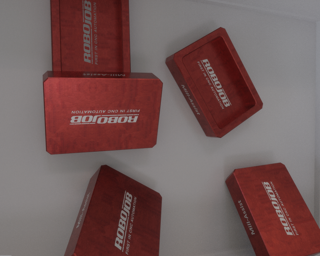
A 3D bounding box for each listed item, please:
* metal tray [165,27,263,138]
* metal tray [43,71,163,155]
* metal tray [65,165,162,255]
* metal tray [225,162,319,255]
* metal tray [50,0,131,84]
[{"bbox_3d":[0.078,-0.062,0.436,0.090,0.030,0.130,-34,101,-17],"label":"metal tray"},{"bbox_3d":[-0.067,-0.019,0.365,0.131,0.030,0.089,-3,114,-20],"label":"metal tray"},{"bbox_3d":[-0.045,0.110,0.344,0.090,0.130,0.030,32,119,-17],"label":"metal tray"},{"bbox_3d":[0.157,0.115,0.428,0.091,0.030,0.130,-5,56,-20],"label":"metal tray"},{"bbox_3d":[-0.084,-0.117,0.376,0.091,0.030,0.129,-2,91,-20],"label":"metal tray"}]
